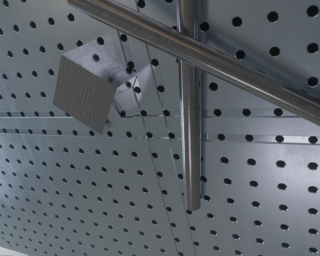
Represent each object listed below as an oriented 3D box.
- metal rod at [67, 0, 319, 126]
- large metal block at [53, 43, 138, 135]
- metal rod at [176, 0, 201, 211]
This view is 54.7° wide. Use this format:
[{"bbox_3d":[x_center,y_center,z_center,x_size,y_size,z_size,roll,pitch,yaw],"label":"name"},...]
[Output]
[{"bbox_3d":[0.048,-0.070,0.314,0.301,0.025,0.025,26,128,1],"label":"metal rod"},{"bbox_3d":[-0.087,-0.051,0.409,0.080,0.050,0.079,32,129,7],"label":"large metal block"},{"bbox_3d":[0.038,-0.016,0.381,0.025,0.025,0.298,10,123,23],"label":"metal rod"}]
